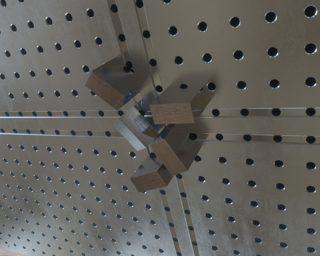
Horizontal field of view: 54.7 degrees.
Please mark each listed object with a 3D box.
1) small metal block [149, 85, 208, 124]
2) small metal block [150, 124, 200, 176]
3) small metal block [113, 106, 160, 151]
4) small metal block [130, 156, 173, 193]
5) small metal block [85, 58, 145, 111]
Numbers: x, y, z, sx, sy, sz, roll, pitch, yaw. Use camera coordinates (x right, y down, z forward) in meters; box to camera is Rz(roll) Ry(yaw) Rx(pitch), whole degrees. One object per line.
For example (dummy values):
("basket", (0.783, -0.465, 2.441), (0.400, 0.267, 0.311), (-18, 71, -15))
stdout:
("small metal block", (0.023, -0.028, 0.365), (0.050, 0.050, 0.025), (-1, 118, 28))
("small metal block", (0.021, 0.025, 0.398), (0.025, 0.050, 0.050), (-27, 104, 37))
("small metal block", (-0.033, 0.002, 0.413), (0.050, 0.025, 0.050), (47, 162, -4))
("small metal block", (-0.006, 0.061, 0.434), (0.050, 0.050, 0.025), (-20, 108, 35))
("small metal block", (-0.055, -0.056, 0.388), (0.050, 0.050, 0.025), (38, 129, 2))
